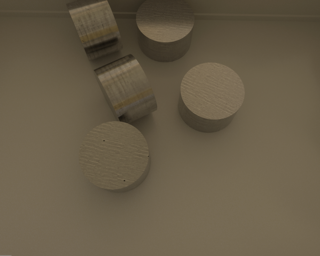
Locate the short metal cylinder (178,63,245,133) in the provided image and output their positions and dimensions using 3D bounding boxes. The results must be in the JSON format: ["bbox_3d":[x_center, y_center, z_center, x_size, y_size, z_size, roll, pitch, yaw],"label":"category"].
[{"bbox_3d":[0.066,-0.039,0.412,0.081,0.050,0.080,0,70,0],"label":"short metal cylinder"}]

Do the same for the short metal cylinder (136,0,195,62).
[{"bbox_3d":[0.007,-0.143,0.449,0.081,0.050,0.080,0,70,-1],"label":"short metal cylinder"}]

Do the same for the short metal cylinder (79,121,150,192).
[{"bbox_3d":[-0.053,0.037,0.379,0.081,0.050,0.080,0,74,0],"label":"short metal cylinder"}]

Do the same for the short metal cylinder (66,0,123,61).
[{"bbox_3d":[-0.090,-0.140,0.430,0.050,0.080,0.080,-22,72,-8],"label":"short metal cylinder"}]

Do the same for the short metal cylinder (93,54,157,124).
[{"bbox_3d":[-0.045,-0.048,0.397,0.050,0.080,0.080,-27,73,-10],"label":"short metal cylinder"}]
